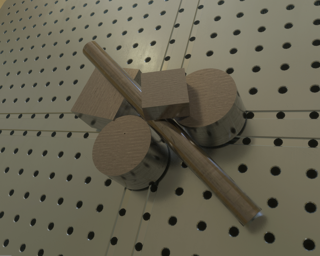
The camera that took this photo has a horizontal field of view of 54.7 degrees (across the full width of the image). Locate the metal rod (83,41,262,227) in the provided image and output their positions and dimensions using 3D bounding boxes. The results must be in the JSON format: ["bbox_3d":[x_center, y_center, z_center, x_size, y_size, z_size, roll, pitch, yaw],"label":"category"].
[{"bbox_3d":[-0.002,-0.011,0.366,0.025,0.025,0.300,-43,65,-1],"label":"metal rod"}]

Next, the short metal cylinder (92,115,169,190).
[{"bbox_3d":[-0.036,0.031,0.388,0.080,0.050,0.080,-13,56,21],"label":"short metal cylinder"}]

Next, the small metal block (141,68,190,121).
[{"bbox_3d":[0.006,-0.038,0.351,0.050,0.025,0.050,-7,57,4],"label":"small metal block"}]

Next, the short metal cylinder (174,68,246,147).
[{"bbox_3d":[0.058,-0.024,0.372,0.080,0.050,0.080,-13,56,21],"label":"short metal cylinder"}]

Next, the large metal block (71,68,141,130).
[{"bbox_3d":[-0.066,-0.040,0.444,0.080,0.050,0.080,12,68,33],"label":"large metal block"}]
